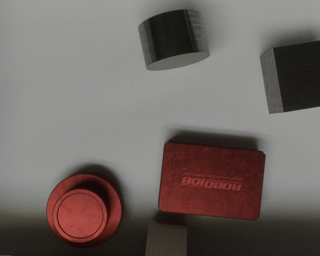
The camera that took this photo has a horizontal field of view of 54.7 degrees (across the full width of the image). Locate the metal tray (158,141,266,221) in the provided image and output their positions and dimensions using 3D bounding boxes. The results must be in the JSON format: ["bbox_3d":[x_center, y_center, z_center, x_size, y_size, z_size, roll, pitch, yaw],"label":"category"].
[{"bbox_3d":[0.067,0.068,0.410,0.131,0.030,0.089,6,90,-1],"label":"metal tray"}]

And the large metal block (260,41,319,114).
[{"bbox_3d":[0.183,-0.065,0.401,0.081,0.050,0.080,-9,90,-1],"label":"large metal block"}]

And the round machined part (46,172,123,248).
[{"bbox_3d":[-0.099,0.108,0.402,0.099,0.042,0.097,0,90,-1],"label":"round machined part"}]

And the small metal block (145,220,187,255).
[{"bbox_3d":[0.008,0.149,0.398,0.050,0.025,0.050,6,47,-1],"label":"small metal block"}]

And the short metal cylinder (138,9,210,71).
[{"bbox_3d":[0.017,-0.106,0.384,0.080,0.080,0.050,-11,90,0],"label":"short metal cylinder"}]
